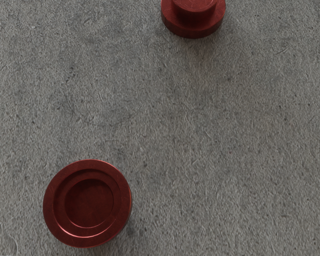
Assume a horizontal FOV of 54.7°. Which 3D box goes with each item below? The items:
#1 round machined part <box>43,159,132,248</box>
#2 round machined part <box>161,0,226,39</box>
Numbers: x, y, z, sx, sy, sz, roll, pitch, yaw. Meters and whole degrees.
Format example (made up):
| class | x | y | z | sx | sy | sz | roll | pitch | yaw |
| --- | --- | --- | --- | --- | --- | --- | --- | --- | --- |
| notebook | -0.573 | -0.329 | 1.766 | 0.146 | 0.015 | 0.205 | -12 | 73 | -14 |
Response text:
| class | x | y | z | sx | sy | sz | roll | pitch | yaw |
| --- | --- | --- | --- | --- | --- | --- | --- | --- | --- |
| round machined part | -0.081 | 0.089 | 0.366 | 0.099 | 0.042 | 0.098 | 0 | 70 | 0 |
| round machined part | 0.050 | -0.188 | 0.468 | 0.099 | 0.042 | 0.098 | 0 | 70 | 0 |
